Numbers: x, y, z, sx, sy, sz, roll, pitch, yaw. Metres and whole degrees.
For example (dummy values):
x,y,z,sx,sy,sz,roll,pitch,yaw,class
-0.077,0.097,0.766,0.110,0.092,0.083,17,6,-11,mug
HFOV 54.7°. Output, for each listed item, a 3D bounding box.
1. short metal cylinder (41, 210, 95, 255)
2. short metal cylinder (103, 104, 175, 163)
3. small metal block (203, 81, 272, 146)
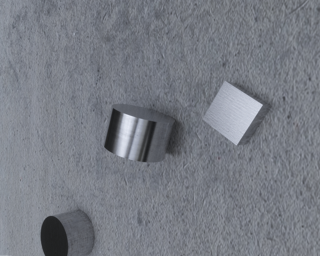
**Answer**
x,y,z,sx,sy,sz,roll,pitch,yaw,class
-0.155,0.181,0.516,0.080,0.050,0.080,0,90,40,short metal cylinder
-0.026,0.005,0.391,0.080,0.081,0.050,24,105,37,short metal cylinder
0.083,-0.016,0.337,0.050,0.025,0.050,41,115,32,small metal block
